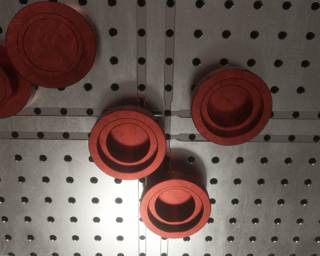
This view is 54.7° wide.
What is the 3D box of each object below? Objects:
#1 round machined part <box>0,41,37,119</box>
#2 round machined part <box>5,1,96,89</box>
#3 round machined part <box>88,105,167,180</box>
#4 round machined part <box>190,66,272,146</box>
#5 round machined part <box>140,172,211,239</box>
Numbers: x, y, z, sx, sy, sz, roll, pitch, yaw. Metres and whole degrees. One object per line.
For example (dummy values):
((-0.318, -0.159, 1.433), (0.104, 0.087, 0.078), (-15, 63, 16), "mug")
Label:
((-0.209, -0.057, 0.380), (0.099, 0.042, 0.097), (0, 110, -1), "round machined part")
((-0.123, -0.094, 0.355), (0.099, 0.042, 0.097), (-3, 103, -15), "round machined part")
((-0.041, 0.016, 0.410), (0.099, 0.042, 0.097), (0, 110, -1), "round machined part")
((0.087, -0.030, 0.395), (0.099, 0.042, 0.097), (0, 110, 0), "round machined part")
((0.021, 0.105, 0.444), (0.099, 0.042, 0.097), (0, 110, -1), "round machined part")
